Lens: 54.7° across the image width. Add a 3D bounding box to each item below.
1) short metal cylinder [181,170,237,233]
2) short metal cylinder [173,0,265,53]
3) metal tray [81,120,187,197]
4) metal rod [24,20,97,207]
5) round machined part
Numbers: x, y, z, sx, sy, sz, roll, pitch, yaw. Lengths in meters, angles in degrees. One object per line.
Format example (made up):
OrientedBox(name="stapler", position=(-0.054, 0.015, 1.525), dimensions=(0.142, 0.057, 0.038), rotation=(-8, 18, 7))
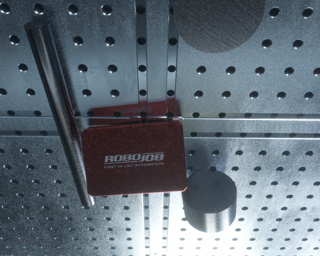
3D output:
OrientedBox(name="short metal cylinder", position=(0.075, 0.110, 0.470), dimensions=(0.080, 0.080, 0.050), rotation=(-6, 130, 5))
OrientedBox(name="short metal cylinder", position=(0.052, -0.119, 0.294), dimensions=(0.081, 0.050, 0.079), rotation=(0, 130, 0))
OrientedBox(name="metal tray", position=(-0.032, 0.040, 0.410), dimensions=(0.131, 0.030, 0.089), rotation=(-4, 96, 5))
OrientedBox(name="metal rod", position=(-0.122, 0.007, 0.415), dimensions=(0.025, 0.025, 0.298), rotation=(-2, 130, 1))
OrientedBox(name="round machined part", position=(-0.025, 0.052, 0.445), dimensions=(0.099, 0.042, 0.097), rotation=(0, 130, 0))
